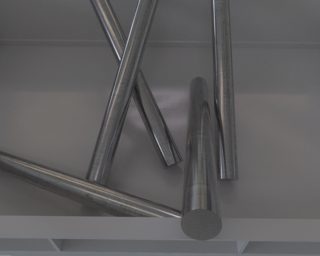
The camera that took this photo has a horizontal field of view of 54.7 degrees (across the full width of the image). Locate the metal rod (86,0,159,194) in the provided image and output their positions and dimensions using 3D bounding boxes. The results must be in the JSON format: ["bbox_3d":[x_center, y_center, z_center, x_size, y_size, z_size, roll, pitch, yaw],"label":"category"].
[{"bbox_3d":[-0.040,-0.063,0.372,0.025,0.025,0.299,12,78,10],"label":"metal rod"}]

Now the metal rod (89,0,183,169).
[{"bbox_3d":[-0.044,-0.088,0.405,0.025,0.025,0.299,-20,76,-16],"label":"metal rod"}]

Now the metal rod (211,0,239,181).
[{"bbox_3d":[0.081,-0.084,0.399,0.025,0.025,0.299,1,74,1],"label":"metal rod"}]

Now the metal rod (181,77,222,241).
[{"bbox_3d":[0.041,-0.002,0.326,0.025,0.025,0.301,5,25,4],"label":"metal rod"}]

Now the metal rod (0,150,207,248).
[{"bbox_3d":[-0.099,0.060,0.326,0.301,0.025,0.025,13,51,21],"label":"metal rod"}]
